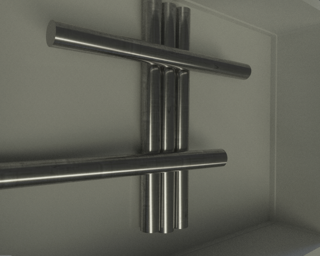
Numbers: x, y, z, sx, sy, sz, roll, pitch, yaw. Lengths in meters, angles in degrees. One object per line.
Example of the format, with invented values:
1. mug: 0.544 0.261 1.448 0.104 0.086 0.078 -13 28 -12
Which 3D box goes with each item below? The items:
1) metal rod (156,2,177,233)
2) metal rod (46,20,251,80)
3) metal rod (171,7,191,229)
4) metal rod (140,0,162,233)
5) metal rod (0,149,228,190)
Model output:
1. metal rod: 0.008 -0.014 0.412 0.025 0.025 0.298 1 89 -40
2. metal rod: 0.015 -0.087 0.384 0.302 0.025 0.025 0 90 -40
3. metal rod: 0.028 -0.014 0.427 0.025 0.025 0.298 1 89 -40
4. metal rod: -0.011 -0.019 0.396 0.025 0.025 0.298 1 90 -40
5. metal rod: -0.043 0.042 0.346 0.303 0.025 0.025 -1 91 -33
